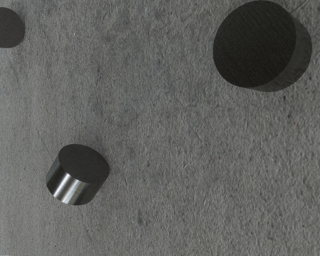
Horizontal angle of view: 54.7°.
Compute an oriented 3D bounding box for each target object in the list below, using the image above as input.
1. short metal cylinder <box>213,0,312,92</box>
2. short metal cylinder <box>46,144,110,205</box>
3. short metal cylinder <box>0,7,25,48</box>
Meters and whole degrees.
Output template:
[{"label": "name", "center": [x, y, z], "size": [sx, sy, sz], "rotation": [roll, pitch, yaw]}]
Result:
[{"label": "short metal cylinder", "center": [0.100, -0.077, 0.306], "size": [0.080, 0.050, 0.080], "rotation": [0, 90, 40]}, {"label": "short metal cylinder", "center": [-0.125, 0.070, 0.473], "size": [0.080, 0.081, 0.050], "rotation": [50, 120, 28]}, {"label": "short metal cylinder", "center": [-0.333, -0.208, 0.645], "size": [0.050, 0.081, 0.079], "rotation": [13, 98, 39]}]
